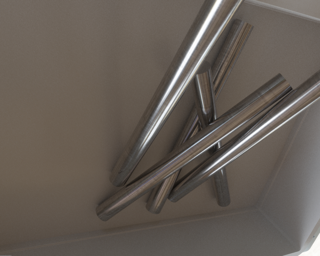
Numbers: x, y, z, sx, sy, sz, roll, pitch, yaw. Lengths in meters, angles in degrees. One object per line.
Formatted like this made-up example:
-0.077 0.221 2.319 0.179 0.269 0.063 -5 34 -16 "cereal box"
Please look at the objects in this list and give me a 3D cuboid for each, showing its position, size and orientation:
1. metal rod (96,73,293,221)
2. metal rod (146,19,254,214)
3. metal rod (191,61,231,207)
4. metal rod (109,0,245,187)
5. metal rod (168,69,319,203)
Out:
0.031 0.034 0.397 0.300 0.025 0.025 -38 132 17 "metal rod"
0.048 -0.003 0.434 0.025 0.025 0.298 12 113 -34 "metal rod"
0.079 0.031 0.448 0.025 0.025 0.299 -30 136 -10 "metal rod"
-0.001 -0.018 0.318 0.025 0.025 0.298 -1 144 -28 "metal rod"
0.103 0.021 0.400 0.025 0.025 0.298 13 137 -34 "metal rod"
